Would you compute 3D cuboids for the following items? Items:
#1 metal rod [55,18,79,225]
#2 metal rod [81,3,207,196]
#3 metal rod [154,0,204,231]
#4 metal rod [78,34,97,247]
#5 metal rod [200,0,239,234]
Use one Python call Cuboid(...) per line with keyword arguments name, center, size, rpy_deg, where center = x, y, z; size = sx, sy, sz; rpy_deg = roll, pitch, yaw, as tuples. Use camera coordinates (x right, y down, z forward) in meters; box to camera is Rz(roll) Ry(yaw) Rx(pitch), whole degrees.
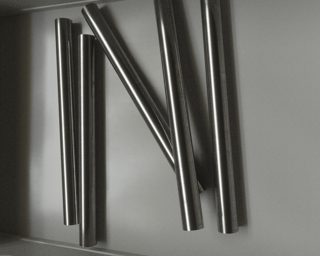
Cuboid(name="metal rod", center=(-0.135, -0.010, 0.456), size=(0.025, 0.025, 0.298), rpy_deg=(-3, 89, 19))
Cuboid(name="metal rod", center=(-0.027, -0.044, 0.418), size=(0.025, 0.025, 0.299), rpy_deg=(-34, 80, 16))
Cuboid(name="metal rod", center=(0.021, -0.029, 0.385), size=(0.025, 0.025, 0.298), rpy_deg=(-10, 80, 19))
Cuboid(name="metal rod", center=(-0.104, 0.018, 0.445), size=(0.025, 0.025, 0.298), rpy_deg=(-1, 90, 19))
Cuboid(name="metal rod", center=(0.073, -0.023, 0.384), size=(0.025, 0.025, 0.298), rpy_deg=(-5, 88, 19))
